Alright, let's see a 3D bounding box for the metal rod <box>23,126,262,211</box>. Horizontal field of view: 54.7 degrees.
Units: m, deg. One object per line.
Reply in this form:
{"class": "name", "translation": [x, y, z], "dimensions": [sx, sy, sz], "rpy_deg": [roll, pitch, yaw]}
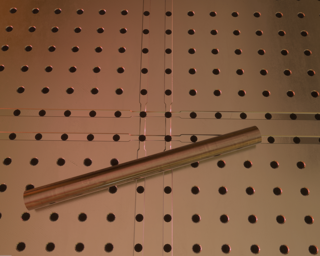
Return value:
{"class": "metal rod", "translation": [-0.016, 0.049, 0.393], "dimensions": [0.302, 0.025, 0.025], "rpy_deg": [-15, 71, -6]}
